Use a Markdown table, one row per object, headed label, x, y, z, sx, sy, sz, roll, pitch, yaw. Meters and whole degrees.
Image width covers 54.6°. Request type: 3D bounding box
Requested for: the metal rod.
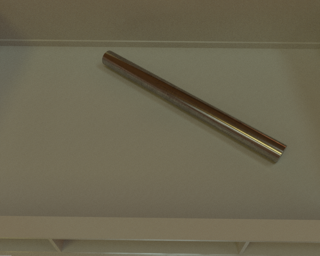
| label | x | y | z | sx | sy | sz | roll | pitch | yaw |
| --- | --- | --- | --- | --- | --- | --- | --- | --- | --- |
| metal rod | 0.033 | -0.041 | 0.439 | 0.300 | 0.025 | 0.025 | 32 | 57 | 24 |
